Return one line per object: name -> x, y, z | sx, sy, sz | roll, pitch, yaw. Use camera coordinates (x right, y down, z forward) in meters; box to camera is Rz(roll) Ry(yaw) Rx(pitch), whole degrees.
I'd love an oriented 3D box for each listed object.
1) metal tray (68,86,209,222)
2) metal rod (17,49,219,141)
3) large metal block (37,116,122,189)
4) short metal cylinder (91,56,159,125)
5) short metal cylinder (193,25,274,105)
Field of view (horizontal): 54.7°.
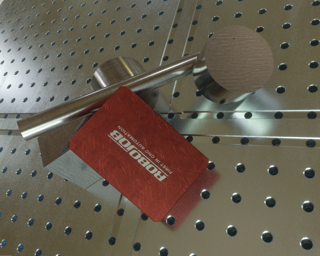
metal tray -> -0.023, 0.028, 0.347 | 0.130, 0.030, 0.090 | 42, 84, -3
metal rod -> -0.021, -0.056, 0.383 | 0.302, 0.025, 0.025 | -24, 50, -14
large metal block -> -0.096, 0.026, 0.405 | 0.080, 0.080, 0.050 | -34, 52, 5
short metal cylinder -> -0.048, -0.051, 0.428 | 0.080, 0.080, 0.050 | -37, 51, 3
short metal cylinder -> 0.084, -0.072, 0.366 | 0.081, 0.050, 0.080 | 2, 79, -9
